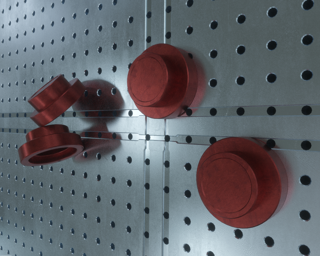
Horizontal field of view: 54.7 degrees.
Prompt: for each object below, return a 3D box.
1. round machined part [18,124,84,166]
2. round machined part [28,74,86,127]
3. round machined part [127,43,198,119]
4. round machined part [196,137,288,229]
[{"bbox_3d":[-0.179,0.026,0.507,0.098,0.099,0.042,-30,72,36],"label":"round machined part"},{"bbox_3d":[-0.172,-0.050,0.499,0.098,0.098,0.042,-19,120,38],"label":"round machined part"},{"bbox_3d":[-0.004,-0.060,0.400,0.098,0.042,0.097,0,90,39],"label":"round machined part"},{"bbox_3d":[0.080,0.058,0.332,0.098,0.042,0.097,0,90,39],"label":"round machined part"}]
